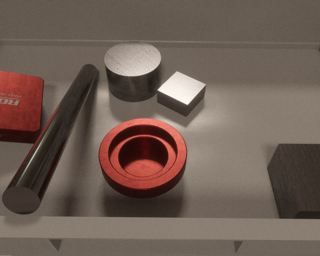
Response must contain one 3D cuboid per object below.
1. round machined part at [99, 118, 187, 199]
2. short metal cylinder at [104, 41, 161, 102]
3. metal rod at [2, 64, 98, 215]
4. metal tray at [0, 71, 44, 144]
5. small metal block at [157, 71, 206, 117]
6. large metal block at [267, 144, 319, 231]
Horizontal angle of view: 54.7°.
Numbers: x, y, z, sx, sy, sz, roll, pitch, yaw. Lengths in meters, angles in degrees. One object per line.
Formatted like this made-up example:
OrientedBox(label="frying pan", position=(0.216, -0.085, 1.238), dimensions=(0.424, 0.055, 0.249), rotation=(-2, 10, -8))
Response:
OrientedBox(label="round machined part", position=(-0.019, 0.038, 0.362), dimensions=(0.099, 0.042, 0.098), rotation=(0, 50, 0))
OrientedBox(label="short metal cylinder", position=(-0.039, -0.084, 0.459), dimensions=(0.081, 0.050, 0.080), rotation=(0, 50, 0))
OrientedBox(label="metal rod", position=(-0.102, -0.019, 0.346), dimensions=(0.025, 0.025, 0.300), rotation=(-2, 27, -2))
OrientedBox(label="metal tray", position=(-0.218, -0.031, 0.386), dimensions=(0.131, 0.030, 0.090), rotation=(7, 55, -25))
OrientedBox(label="small metal block", position=(0.031, -0.050, 0.447), dimensions=(0.050, 0.025, 0.050), rotation=(29, 55, 21))
OrientedBox(label="large metal block", position=(0.172, 0.064, 0.337), dimensions=(0.081, 0.050, 0.080), rotation=(1, 50, 0))
